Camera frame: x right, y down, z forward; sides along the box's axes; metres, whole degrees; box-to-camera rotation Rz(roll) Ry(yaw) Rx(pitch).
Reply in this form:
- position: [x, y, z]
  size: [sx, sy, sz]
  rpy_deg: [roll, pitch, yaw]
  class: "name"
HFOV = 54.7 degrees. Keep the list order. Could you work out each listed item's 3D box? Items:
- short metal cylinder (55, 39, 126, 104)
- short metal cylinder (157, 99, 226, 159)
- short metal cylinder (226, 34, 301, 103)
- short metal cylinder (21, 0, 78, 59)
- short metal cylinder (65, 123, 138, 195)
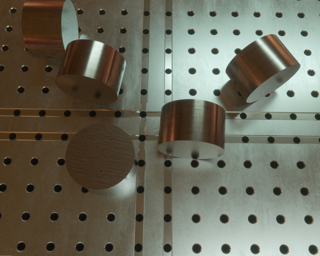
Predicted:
- position: [-0.090, -0.071, 0.408]
  size: [0.080, 0.080, 0.050]
  rpy_deg: [9, 71, 3]
  class: "short metal cylinder"
- position: [0.039, 0.004, 0.382]
  size: [0.080, 0.080, 0.050]
  rpy_deg: [5, 70, 1]
  class: "short metal cylinder"
- position: [0.136, -0.077, 0.413]
  size: [0.080, 0.080, 0.050]
  rpy_deg: [-28, 73, -10]
  class: "short metal cylinder"
- position: [-0.150, -0.137, 0.431]
  size: [0.050, 0.080, 0.080]
  rpy_deg: [2, 70, 0]
  class: "short metal cylinder"
- position: [-0.070, 0.040, 0.383]
  size: [0.081, 0.050, 0.080]
  rpy_deg: [0, 70, 0]
  class: "short metal cylinder"
